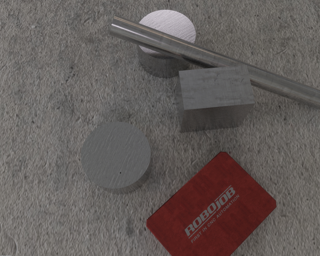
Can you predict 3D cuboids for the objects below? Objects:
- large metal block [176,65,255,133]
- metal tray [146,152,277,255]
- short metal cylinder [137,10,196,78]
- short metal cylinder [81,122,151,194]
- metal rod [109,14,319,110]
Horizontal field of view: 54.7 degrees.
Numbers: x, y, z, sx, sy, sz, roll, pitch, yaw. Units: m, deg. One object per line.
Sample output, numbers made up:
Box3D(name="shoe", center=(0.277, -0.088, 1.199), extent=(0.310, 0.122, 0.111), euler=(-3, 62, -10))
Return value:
Box3D(name="large metal block", center=(0.065, -0.034, 0.392), extent=(0.081, 0.080, 0.050), euler=(-6, 70, -2))
Box3D(name="metal tray", center=(0.060, 0.103, 0.369), extent=(0.130, 0.030, 0.090), euler=(-40, 75, -14))
Box3D(name="short metal cylinder", center=(0.008, -0.118, 0.438), extent=(0.081, 0.050, 0.080), euler=(0, 70, 0))
Box3D(name="short metal cylinder", center=(-0.051, 0.038, 0.381), extent=(0.081, 0.050, 0.080), euler=(0, 70, 0))
Box3D(name="metal rod", center=(0.085, -0.080, 0.400), extent=(0.302, 0.025, 0.025), euler=(17, 70, -9))
